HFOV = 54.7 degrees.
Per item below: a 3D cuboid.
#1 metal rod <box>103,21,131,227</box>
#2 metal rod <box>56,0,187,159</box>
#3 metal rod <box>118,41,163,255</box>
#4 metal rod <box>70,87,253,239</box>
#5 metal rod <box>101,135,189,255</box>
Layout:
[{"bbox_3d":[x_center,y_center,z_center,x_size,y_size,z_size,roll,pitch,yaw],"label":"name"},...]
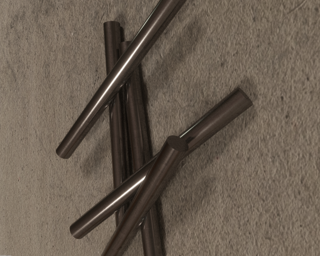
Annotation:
[{"bbox_3d":[-0.061,-0.006,0.452,0.025,0.025,0.298,-7,86,39],"label":"metal rod"},{"bbox_3d":[-0.066,-0.058,0.422,0.299,0.025,0.025,-48,62,28],"label":"metal rod"},{"bbox_3d":[-0.027,0.028,0.425,0.025,0.025,0.298,-12,82,39],"label":"metal rod"},{"bbox_3d":[-0.014,0.056,0.386,0.299,0.025,0.025,-41,65,22],"label":"metal rod"},{"bbox_3d":[-0.040,0.127,0.405,0.025,0.025,0.298,48,128,29],"label":"metal rod"}]
